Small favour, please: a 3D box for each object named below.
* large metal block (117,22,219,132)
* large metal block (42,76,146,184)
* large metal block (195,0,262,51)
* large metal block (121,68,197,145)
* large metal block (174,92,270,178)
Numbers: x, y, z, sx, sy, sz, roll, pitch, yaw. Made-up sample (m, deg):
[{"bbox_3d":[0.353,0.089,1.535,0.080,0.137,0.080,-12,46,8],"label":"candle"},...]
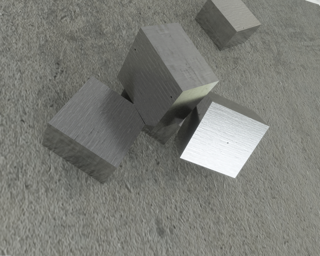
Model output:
[{"bbox_3d":[0.005,-0.054,0.339,0.050,0.080,0.080,-20,72,-35],"label":"large metal block"},{"bbox_3d":[-0.070,0.002,0.348,0.080,0.050,0.080,35,51,-6],"label":"large metal block"},{"bbox_3d":[0.127,-0.198,0.577,0.081,0.050,0.080,-27,76,-37],"label":"large metal block"},{"bbox_3d":[-0.001,-0.039,0.409,0.080,0.050,0.080,35,51,-4],"label":"large metal block"},{"bbox_3d":[0.075,0.007,0.395,0.080,0.080,0.050,22,21,-16],"label":"large metal block"}]
